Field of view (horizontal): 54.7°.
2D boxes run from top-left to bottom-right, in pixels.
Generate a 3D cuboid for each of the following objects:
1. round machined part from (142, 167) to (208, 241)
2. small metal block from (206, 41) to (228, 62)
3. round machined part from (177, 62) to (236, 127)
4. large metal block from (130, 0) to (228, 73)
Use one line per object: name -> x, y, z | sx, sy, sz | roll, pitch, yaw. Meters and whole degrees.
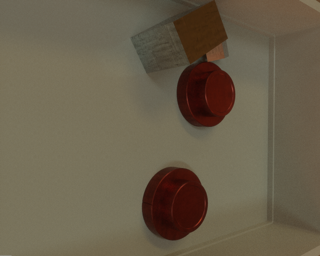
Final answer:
round machined part -> 0.027, 0.104, 0.421 | 0.099, 0.042, 0.097 | 0, 90, -40
small metal block -> 0.084, -0.129, 0.465 | 0.050, 0.025, 0.050 | -40, 118, -65
round machined part -> 0.075, -0.050, 0.461 | 0.099, 0.042, 0.097 | 0, 90, -40
large metal block -> 0.024, -0.114, 0.393 | 0.080, 0.080, 0.050 | -39, 114, -33
